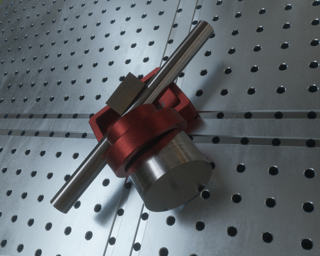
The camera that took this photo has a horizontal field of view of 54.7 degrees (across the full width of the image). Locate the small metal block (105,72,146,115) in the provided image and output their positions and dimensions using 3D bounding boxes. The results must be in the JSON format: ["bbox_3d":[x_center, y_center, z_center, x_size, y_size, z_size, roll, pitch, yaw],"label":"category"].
[{"bbox_3d":[-0.042,-0.044,0.412,0.025,0.050,0.050,38,93,1],"label":"small metal block"}]

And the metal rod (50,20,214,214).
[{"bbox_3d":[-0.030,-0.021,0.396,0.025,0.025,0.300,32,79,37],"label":"metal rod"}]

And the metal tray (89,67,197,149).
[{"bbox_3d":[-0.027,-0.015,0.426,0.130,0.030,0.090,-37,51,3],"label":"metal tray"}]

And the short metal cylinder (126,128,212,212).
[{"bbox_3d":[0.009,0.046,0.337,0.080,0.080,0.050,-37,51,3],"label":"short metal cylinder"}]

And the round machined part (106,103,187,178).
[{"bbox_3d":[-0.020,0.010,0.351,0.098,0.098,0.042,-39,73,1],"label":"round machined part"}]
